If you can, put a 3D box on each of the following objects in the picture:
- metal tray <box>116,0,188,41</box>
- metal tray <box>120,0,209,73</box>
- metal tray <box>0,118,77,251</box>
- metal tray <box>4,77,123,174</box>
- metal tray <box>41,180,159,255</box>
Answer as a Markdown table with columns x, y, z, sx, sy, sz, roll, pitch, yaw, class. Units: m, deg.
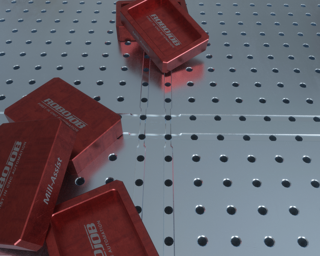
| x | y | z | sx | sy | sz | roll | pitch | yaw | class |
| --- | --- | --- | --- | --- | --- | --- | --- | --- | --- |
| -0.014 | -0.202 | 0.573 | 0.131 | 0.030 | 0.090 | -4 | 50 | -4 | metal tray |
| 0.006 | -0.163 | 0.511 | 0.090 | 0.030 | 0.130 | -33 | 72 | -14 | metal tray |
| -0.148 | 0.055 | 0.323 | 0.090 | 0.030 | 0.130 | -4 | 58 | 21 | metal tray |
| -0.126 | -0.008 | 0.410 | 0.130 | 0.030 | 0.090 | 31 | 56 | 23 | metal tray |
| -0.054 | 0.123 | 0.299 | 0.091 | 0.030 | 0.130 | -21 | 53 | -17 | metal tray |
